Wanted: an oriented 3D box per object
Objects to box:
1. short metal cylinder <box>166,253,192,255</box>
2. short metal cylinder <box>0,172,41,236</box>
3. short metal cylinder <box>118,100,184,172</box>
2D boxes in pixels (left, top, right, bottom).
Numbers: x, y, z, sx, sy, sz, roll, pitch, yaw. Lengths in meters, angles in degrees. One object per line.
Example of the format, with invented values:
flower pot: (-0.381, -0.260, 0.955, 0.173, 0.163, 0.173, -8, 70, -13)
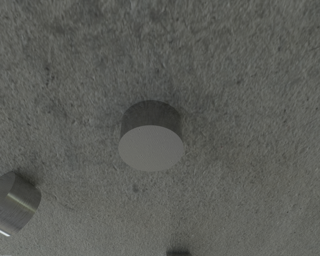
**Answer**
short metal cylinder: (0.037, 0.295, 0.623, 0.050, 0.080, 0.079, 2, 130, -2)
short metal cylinder: (-0.227, 0.113, 0.464, 0.080, 0.080, 0.050, -27, 126, 20)
short metal cylinder: (-0.011, 0.011, 0.400, 0.081, 0.050, 0.079, 0, 130, 0)
